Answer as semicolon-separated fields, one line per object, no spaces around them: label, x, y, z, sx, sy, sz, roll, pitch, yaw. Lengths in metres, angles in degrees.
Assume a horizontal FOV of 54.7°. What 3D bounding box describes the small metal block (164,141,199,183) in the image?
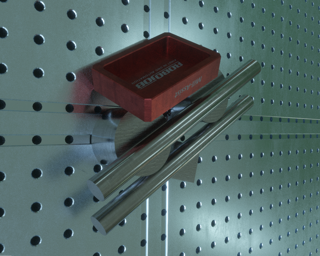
small metal block;0.026;0.047;0.432;0.050;0.025;0.050;19;78;-39

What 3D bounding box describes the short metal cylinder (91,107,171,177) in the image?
short metal cylinder;-0.033;0.014;0.367;0.081;0.050;0.079;0;90;-40

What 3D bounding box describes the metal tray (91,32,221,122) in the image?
metal tray;-0.002;-0.067;0.365;0.131;0.090;0.030;-36;144;-35

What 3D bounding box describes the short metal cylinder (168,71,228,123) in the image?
short metal cylinder;0.052;-0.047;0.439;0.081;0.050;0.079;0;90;-40

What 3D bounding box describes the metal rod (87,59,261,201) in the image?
metal rod;0.039;-0.015;0.377;0.302;0.025;0.025;-37;113;-34

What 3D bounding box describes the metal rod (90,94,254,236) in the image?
metal rod;0.037;0.030;0.408;0.302;0.025;0.025;-36;112;-34
